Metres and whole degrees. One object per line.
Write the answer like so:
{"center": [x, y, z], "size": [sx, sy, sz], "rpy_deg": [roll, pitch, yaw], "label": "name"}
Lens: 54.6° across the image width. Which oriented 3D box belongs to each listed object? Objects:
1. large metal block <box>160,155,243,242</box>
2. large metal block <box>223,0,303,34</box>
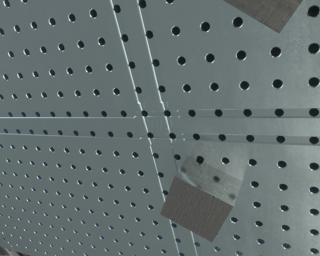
{"center": [0.055, 0.097, 0.426], "size": [0.080, 0.050, 0.079], "rpy_deg": [26, 128, 12], "label": "large metal block"}
{"center": [0.083, -0.129, 0.253], "size": [0.080, 0.080, 0.050], "rpy_deg": [34, 129, 6], "label": "large metal block"}
